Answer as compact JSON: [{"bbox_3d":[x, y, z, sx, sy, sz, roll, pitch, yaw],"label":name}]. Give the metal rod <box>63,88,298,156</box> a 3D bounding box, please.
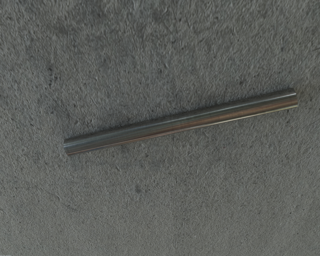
[{"bbox_3d":[0.018,-0.005,0.402,0.301,0.025,0.025,-12,129,10],"label":"metal rod"}]
